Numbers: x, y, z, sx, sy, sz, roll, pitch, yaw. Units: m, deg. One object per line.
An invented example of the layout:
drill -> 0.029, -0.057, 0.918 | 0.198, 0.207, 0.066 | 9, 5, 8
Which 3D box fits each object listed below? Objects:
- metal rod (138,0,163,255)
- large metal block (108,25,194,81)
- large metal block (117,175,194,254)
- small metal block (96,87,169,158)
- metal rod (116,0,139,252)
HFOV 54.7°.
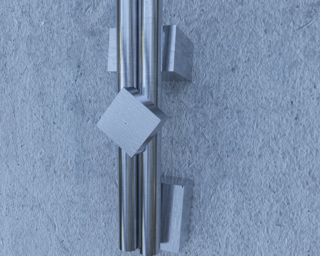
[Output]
metal rod -> -0.011, -0.007, 0.336 | 0.025, 0.025, 0.298 | 3, 98, 20
large metal block -> -0.008, -0.089, 0.384 | 0.080, 0.080, 0.050 | 4, 91, 20
large metal block -> -0.004, 0.104, 0.398 | 0.080, 0.050, 0.079 | 5, 92, 20
small metal block -> -0.028, -0.007, 0.316 | 0.050, 0.025, 0.050 | 41, 109, 9
metal rod -> -0.035, -0.008, 0.345 | 0.025, 0.025, 0.298 | 3, 98, 20
